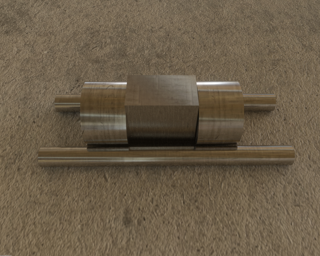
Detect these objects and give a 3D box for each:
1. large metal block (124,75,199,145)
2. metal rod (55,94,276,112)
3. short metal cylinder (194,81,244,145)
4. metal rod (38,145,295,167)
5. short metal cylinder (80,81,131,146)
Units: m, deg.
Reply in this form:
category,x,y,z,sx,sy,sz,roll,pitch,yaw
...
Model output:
category,x,y,z,sx,sy,sz,roll,pitch,yaw
large metal block,0.002,-0.018,0.381,0.081,0.080,0.050,0,50,0
metal rod,0.008,-0.035,0.434,0.302,0.025,0.025,0,50,-1
short metal cylinder,0.068,-0.018,0.384,0.050,0.080,0.080,-1,50,-1
metal rod,0.008,0.034,0.376,0.302,0.025,0.025,0,50,-1
short metal cylinder,-0.064,-0.018,0.383,0.050,0.080,0.080,-1,50,-1
